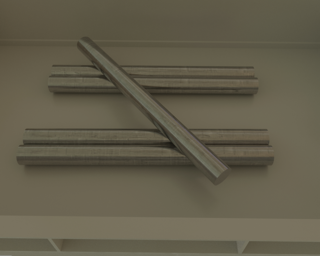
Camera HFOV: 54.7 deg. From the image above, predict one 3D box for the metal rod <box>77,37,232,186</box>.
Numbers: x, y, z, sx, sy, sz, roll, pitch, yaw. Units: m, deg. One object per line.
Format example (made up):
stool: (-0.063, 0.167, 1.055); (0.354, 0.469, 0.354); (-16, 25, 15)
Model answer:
metal rod: (-0.025, -0.039, 0.404); (0.025, 0.025, 0.300); (-31, 57, -23)

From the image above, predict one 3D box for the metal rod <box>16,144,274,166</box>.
metal rod: (-0.017, 0.033, 0.375); (0.302, 0.025, 0.025); (0, 50, 0)

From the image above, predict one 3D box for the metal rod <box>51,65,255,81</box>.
metal rod: (-0.010, -0.082, 0.472); (0.302, 0.025, 0.025); (1, 50, 0)

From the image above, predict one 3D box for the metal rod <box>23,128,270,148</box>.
metal rod: (-0.017, 0.013, 0.391); (0.302, 0.025, 0.025); (0, 50, 0)

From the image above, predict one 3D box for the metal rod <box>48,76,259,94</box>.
metal rod: (-0.010, -0.063, 0.456); (0.302, 0.025, 0.025); (1, 50, 0)
